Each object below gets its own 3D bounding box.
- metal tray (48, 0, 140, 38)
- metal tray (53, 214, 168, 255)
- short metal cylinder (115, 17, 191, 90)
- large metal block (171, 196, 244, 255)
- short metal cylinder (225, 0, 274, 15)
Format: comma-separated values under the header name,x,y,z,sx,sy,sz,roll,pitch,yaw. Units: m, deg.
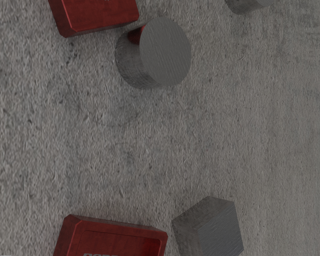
name,x,y,z,sx,sy,sz,roll,pitch,yaw
metal tray,-0.082,-0.171,0.332,0.091,0.030,0.129,-27,107,-37
metal tray,-0.056,0.155,0.354,0.131,0.030,0.090,23,75,-38
short metal cylinder,-0.008,-0.089,0.382,0.081,0.050,0.079,0,90,-40
large metal block,0.071,0.156,0.448,0.081,0.050,0.080,-23,105,-38
short metal cylinder,0.148,-0.234,0.512,0.081,0.050,0.079,0,90,-40
